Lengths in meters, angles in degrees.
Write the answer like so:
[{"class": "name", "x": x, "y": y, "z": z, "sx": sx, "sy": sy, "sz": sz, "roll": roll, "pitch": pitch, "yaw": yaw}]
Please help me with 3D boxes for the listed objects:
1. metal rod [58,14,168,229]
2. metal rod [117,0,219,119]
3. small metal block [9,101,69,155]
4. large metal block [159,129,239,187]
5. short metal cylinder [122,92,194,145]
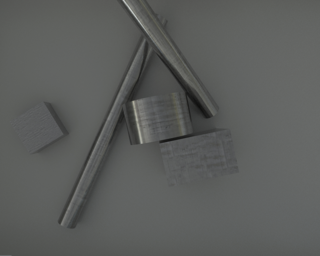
[{"class": "metal rod", "x": -0.062, "y": -0.010, "z": 0.410, "sx": 0.025, "sy": 0.025, "sz": 0.299, "roll": 24, "pitch": 90, "yaw": -1}, {"class": "metal rod", "x": -0.017, "y": -0.119, "z": 0.338, "sx": 0.025, "sy": 0.025, "sz": 0.300, "roll": -41, "pitch": 121, "yaw": 0}, {"class": "small metal block", "x": -0.158, "y": 0.000, "z": 0.409, "sx": 0.050, "sy": 0.025, "sz": 0.050, "roll": -31, "pitch": 90, "yaw": -1}, {"class": "large metal block", "x": 0.044, "y": 0.033, "z": 0.385, "sx": 0.080, "sy": 0.080, "sz": 0.050, "roll": -12, "pitch": 90, "yaw": 0}, {"class": "short metal cylinder", "x": -0.002, "y": -0.011, "z": 0.384, "sx": 0.080, "sy": 0.080, "sz": 0.050, "roll": -11, "pitch": 90, "yaw": 0}]
